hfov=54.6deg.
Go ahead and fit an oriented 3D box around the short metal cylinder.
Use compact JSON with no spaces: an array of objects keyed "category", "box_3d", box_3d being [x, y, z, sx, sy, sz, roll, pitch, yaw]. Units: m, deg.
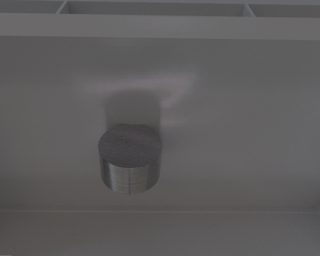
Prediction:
[{"category":"short metal cylinder","box_3d":[-0.039,0.040,0.406,0.080,0.080,0.050,3,130,-2]}]
